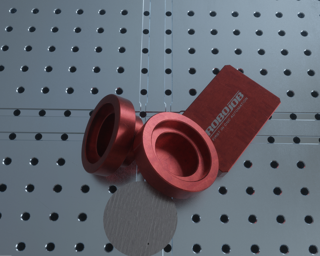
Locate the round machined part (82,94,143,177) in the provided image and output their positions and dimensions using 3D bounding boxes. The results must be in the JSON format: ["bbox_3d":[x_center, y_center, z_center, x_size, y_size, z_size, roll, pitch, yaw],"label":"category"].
[{"bbox_3d":[-0.055,0.011,0.379,0.042,0.098,0.098,19,66,-32],"label":"round machined part"}]

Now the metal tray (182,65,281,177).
[{"bbox_3d":[0.086,-0.012,0.415,0.090,0.030,0.130,38,74,12],"label":"metal tray"}]

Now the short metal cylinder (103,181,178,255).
[{"bbox_3d":[-0.021,0.106,0.360,0.081,0.050,0.080,0,70,-1],"label":"short metal cylinder"}]

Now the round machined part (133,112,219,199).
[{"bbox_3d":[0.014,0.033,0.349,0.099,0.042,0.098,19,49,-23],"label":"round machined part"}]
